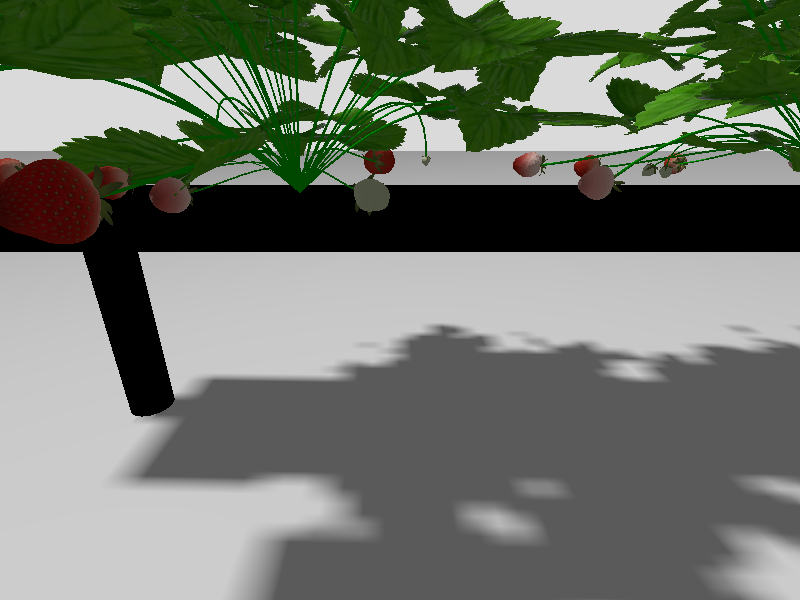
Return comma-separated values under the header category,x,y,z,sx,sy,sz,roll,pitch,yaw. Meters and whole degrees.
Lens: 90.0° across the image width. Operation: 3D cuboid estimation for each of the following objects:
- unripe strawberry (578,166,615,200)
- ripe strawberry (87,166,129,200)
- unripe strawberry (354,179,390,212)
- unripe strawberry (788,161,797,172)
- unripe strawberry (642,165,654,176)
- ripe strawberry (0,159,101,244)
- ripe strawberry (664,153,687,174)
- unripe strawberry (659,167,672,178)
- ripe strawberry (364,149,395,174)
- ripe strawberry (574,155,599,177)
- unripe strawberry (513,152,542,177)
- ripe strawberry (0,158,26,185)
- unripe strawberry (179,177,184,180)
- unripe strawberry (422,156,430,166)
category,x,y,z,sx,sy,sz,roll,pitch,yaw
unripe strawberry,0.144,-0.087,0.297,0.025,0.024,0.023,-6,22,-9
ripe strawberry,-0.212,-0.085,0.289,0.027,0.023,0.027,-9,23,-20
unripe strawberry,-0.016,-0.062,0.239,0.022,0.019,0.022,-14,26,-31
unripe strawberry,0.519,-0.177,0.512,0.034,0.031,0.031,17,4,35
unripe strawberry,0.293,-0.152,0.472,0.015,0.014,0.014,-11,-22,-25
ripe strawberry,-0.148,-0.040,0.167,0.034,0.036,0.037,7,24,18
ripe strawberry,0.363,-0.182,0.532,0.025,0.026,0.027,0,21,0
unripe strawberry,0.270,-0.130,0.408,0.011,0.011,0.011,17,27,36
ripe strawberry,-0.024,-0.174,0.499,0.039,0.033,0.039,7,22,17
ripe strawberry,0.212,-0.151,0.456,0.027,0.027,0.025,17,27,37
unripe strawberry,0.146,-0.155,0.458,0.032,0.027,0.032,12,25,29
ripe strawberry,-0.336,-0.107,0.343,0.029,0.028,0.027,0,22,2
unripe strawberry,-0.210,-0.118,0.376,0.021,0.022,0.019,-10,17,23
unripe strawberry,0.033,-0.179,0.515,0.011,0.011,0.010,13,25,29
